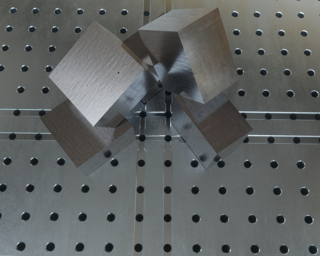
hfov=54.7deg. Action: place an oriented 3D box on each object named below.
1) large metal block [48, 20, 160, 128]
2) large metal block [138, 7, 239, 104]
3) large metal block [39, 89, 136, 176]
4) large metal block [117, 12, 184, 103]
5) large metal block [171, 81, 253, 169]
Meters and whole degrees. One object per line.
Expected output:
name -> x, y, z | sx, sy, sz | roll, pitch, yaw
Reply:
large metal block -> -0.062, -0.057, 0.349 | 0.080, 0.050, 0.080 | 46, 101, 14
large metal block -> 0.030, -0.081, 0.337 | 0.050, 0.080, 0.080 | -36, 32, -17
large metal block -> -0.089, 0.001, 0.396 | 0.080, 0.050, 0.080 | -38, 75, -13
large metal block -> -0.008, -0.091, 0.414 | 0.080, 0.080, 0.050 | -40, 75, -13
large metal block -> 0.059, -0.003, 0.383 | 0.050, 0.080, 0.080 | -32, 74, -11
